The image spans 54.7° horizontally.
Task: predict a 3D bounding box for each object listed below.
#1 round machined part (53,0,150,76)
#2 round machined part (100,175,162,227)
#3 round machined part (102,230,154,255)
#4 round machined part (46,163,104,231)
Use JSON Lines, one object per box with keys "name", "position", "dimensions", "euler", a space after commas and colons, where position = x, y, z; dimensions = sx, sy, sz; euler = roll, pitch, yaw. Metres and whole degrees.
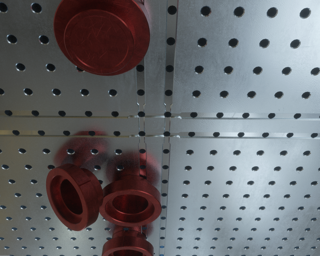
{"name": "round machined part", "position": [-0.059, -0.095, 0.319], "dimensions": [0.099, 0.042, 0.097], "euler": [-1, 130, 0]}
{"name": "round machined part", "position": [-0.047, 0.113, 0.496], "dimensions": [0.099, 0.042, 0.097], "euler": [-1, 130, 0]}
{"name": "round machined part", "position": [-0.061, 0.234, 0.600], "dimensions": [0.099, 0.042, 0.097], "euler": [-1, 130, 0]}
{"name": "round machined part", "position": [-0.122, 0.098, 0.460], "dimensions": [0.098, 0.042, 0.097], "euler": [14, 113, 36]}
